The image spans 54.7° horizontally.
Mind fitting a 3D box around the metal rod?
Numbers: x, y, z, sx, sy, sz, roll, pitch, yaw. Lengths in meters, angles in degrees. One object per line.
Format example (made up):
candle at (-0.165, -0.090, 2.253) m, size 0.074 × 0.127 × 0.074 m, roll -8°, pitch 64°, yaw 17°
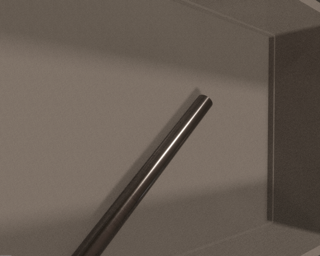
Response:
metal rod at (-0.016, 0.062, 0.394) m, size 0.301 × 0.025 × 0.025 m, roll -50°, pitch 120°, yaw -28°
